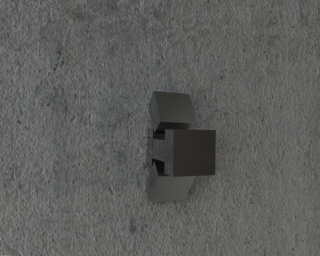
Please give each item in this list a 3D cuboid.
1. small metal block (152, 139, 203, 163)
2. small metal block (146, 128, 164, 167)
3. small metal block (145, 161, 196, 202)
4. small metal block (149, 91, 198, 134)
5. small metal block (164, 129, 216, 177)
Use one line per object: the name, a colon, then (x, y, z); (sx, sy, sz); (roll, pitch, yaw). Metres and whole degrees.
small metal block: (0.023, 0.027, 0.379); (0.050, 0.050, 0.025); (3, 89, -20)
small metal block: (0.010, 0.026, 0.416); (0.050, 0.025, 0.050); (3, 89, -21)
small metal block: (0.013, 0.069, 0.403); (0.050, 0.025, 0.050); (2, 130, -20)
small metal block: (0.016, -0.020, 0.405); (0.050, 0.025, 0.050); (3, 53, -20)
small metal block: (0.033, 0.027, 0.344); (0.050, 0.025, 0.050); (1, 90, -21)
